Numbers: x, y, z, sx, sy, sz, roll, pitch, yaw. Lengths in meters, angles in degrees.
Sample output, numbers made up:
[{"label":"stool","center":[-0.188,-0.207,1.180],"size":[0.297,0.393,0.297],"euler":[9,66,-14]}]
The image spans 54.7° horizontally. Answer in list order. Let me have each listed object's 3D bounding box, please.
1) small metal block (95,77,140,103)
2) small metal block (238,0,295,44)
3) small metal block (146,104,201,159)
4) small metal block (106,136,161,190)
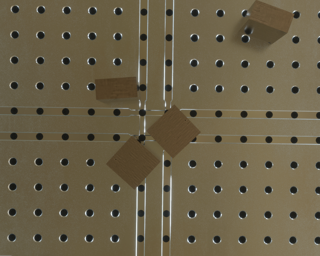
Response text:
[{"label":"small metal block","center":[-0.053,-0.048,0.400],"size":[0.050,0.050,0.025],"euler":[-4,90,-1]},{"label":"small metal block","center":[0.136,-0.136,0.403],"size":[0.050,0.050,0.025],"euler":[20,90,-1]},{"label":"small metal block","center":[0.018,0.004,0.414],"size":[0.050,0.025,0.050],"euler":[-43,91,0]},{"label":"small metal block","center":[-0.035,0.045,0.413],"size":[0.050,0.025,0.050],"euler":[42,90,-1]}]
